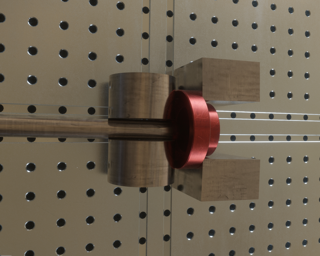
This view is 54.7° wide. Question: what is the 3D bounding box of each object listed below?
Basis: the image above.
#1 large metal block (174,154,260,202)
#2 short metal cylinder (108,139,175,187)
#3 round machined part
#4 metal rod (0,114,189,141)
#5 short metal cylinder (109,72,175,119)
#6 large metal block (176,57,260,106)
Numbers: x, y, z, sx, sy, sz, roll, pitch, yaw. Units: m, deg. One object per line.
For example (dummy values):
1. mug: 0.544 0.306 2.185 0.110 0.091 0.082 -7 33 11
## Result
1. large metal block: 0.073 0.062 0.411 0.081 0.080 0.050 3 89 -20
2. short metal cylinder: -0.022 0.039 0.374 0.081 0.080 0.050 1 90 -20
3. round machined part: 0.040 0.002 0.388 0.042 0.098 0.097 1 90 -20
4. metal rod: -0.105 0.000 0.361 0.302 0.025 0.025 2 90 -16
5. short metal cylinder: -0.022 -0.036 0.375 0.081 0.080 0.050 1 91 -20
6. large metal block: 0.073 -0.058 0.411 0.081 0.080 0.050 0 90 -20
